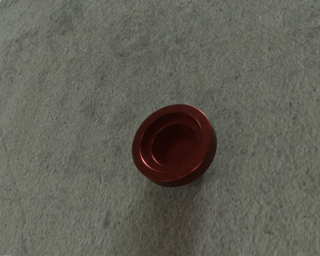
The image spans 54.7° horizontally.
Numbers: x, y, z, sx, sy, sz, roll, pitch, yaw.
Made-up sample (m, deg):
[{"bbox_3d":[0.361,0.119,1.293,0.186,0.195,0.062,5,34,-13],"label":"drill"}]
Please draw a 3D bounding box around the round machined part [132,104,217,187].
[{"bbox_3d":[0.020,0.024,0.367,0.098,0.042,0.098,-13,56,20],"label":"round machined part"}]
